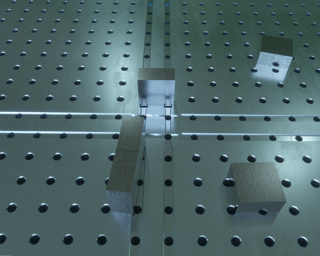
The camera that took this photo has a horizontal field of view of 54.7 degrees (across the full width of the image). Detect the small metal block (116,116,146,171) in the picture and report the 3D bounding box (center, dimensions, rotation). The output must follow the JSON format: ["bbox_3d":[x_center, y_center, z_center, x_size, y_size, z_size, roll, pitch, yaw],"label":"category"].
[{"bbox_3d":[-0.034,0.021,0.373,0.025,0.050,0.050,4,50,3],"label":"small metal block"}]

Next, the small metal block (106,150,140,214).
[{"bbox_3d":[-0.039,0.060,0.341,0.025,0.050,0.050,5,50,4],"label":"small metal block"}]

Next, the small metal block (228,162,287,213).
[{"bbox_3d":[0.108,0.067,0.353,0.050,0.025,0.050,-1,50,-2],"label":"small metal block"}]

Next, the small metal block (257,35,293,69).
[{"bbox_3d":[0.192,-0.128,0.518,0.050,0.025,0.050,12,51,10],"label":"small metal block"}]

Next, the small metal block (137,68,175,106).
[{"bbox_3d":[-0.005,-0.058,0.440,0.050,0.050,0.025,0,50,0],"label":"small metal block"}]
